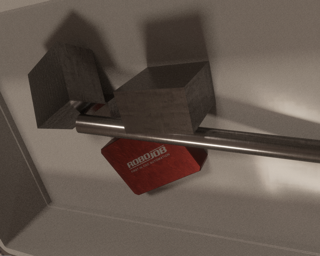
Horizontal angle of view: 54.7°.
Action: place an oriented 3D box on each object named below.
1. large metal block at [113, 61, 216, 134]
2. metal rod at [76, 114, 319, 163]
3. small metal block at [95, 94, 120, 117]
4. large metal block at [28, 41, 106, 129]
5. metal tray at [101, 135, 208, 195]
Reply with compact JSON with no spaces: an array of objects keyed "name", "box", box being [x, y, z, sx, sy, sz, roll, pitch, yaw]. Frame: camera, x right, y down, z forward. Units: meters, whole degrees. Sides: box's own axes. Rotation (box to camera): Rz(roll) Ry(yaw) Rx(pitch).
[{"name":"large metal block","box":[0.009,-0.035,0.346,0.080,0.080,0.050,0,118,28]},{"name":"metal rod","box":[0.046,0.011,0.358,0.301,0.025,0.025,7,122,13]},{"name":"small metal block","box":[-0.083,-0.021,0.438,0.050,0.025,0.050,7,122,24]},{"name":"large metal block","box":[-0.123,-0.051,0.401,0.080,0.050,0.080,-30,69,37]},{"name":"metal tray","box":[-0.011,0.036,0.432,0.130,0.030,0.090,-30,103,37]}]
